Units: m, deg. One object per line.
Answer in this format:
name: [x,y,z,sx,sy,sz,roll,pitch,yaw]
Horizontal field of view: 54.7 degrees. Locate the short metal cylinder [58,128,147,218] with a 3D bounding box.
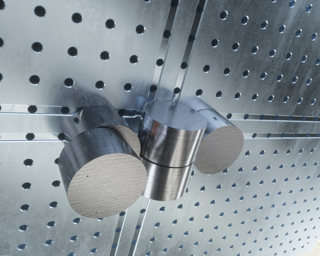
short metal cylinder: [-0.060,0.047,0.324,0.081,0.050,0.079,-14,124,-21]

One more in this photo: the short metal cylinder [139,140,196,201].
short metal cylinder: [0.002,0.050,0.407,0.081,0.080,0.050,-1,119,-28]

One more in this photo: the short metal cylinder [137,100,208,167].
short metal cylinder: [0.013,0.005,0.386,0.081,0.080,0.050,1,119,-29]

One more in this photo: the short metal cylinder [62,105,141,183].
short metal cylinder: [-0.070,0.019,0.368,0.081,0.050,0.079,-14,124,-21]

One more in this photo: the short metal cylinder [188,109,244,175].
short metal cylinder: [0.072,0.020,0.445,0.081,0.050,0.079,-14,124,-21]
